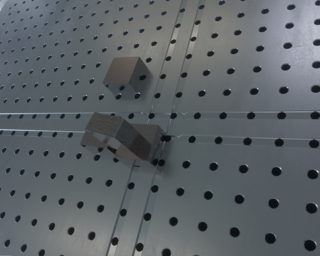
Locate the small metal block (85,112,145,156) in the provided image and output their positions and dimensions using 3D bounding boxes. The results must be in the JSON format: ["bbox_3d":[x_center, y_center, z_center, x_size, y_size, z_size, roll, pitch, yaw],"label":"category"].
[{"bbox_3d":[-0.055,0.007,0.386,0.050,0.050,0.025,13,69,34],"label":"small metal block"}]

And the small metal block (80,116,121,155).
[{"bbox_3d":[-0.079,0.009,0.446,0.050,0.025,0.050,5,64,30],"label":"small metal block"}]

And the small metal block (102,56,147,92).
[{"bbox_3d":[-0.056,-0.085,0.491,0.050,0.025,0.050,5,64,30],"label":"small metal block"}]

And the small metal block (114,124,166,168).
[{"bbox_3d":[-0.025,0.023,0.409,0.050,0.025,0.050,3,63,29],"label":"small metal block"}]
